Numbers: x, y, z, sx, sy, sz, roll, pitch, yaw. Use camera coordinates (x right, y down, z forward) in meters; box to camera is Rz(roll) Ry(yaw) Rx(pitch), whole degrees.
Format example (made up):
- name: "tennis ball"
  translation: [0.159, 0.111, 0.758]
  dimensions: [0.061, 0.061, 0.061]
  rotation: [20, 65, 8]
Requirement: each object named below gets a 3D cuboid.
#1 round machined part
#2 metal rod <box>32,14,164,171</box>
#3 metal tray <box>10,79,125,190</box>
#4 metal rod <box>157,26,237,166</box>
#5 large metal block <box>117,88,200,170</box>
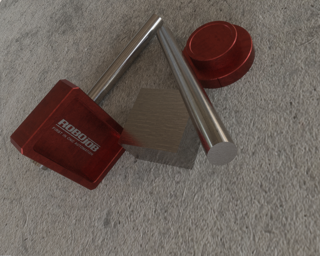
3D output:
- name: "round machined part"
  translation: [0.074, -0.105, 0.418]
  dimensions: [0.098, 0.042, 0.098]
  rotation: [-13, 56, 20]
- name: "metal rod"
  translation: [-0.092, -0.062, 0.488]
  dimensions: [0.025, 0.025, 0.300]
  rotation: [29, 77, 37]
- name: "metal tray"
  translation: [-0.099, 0.014, 0.378]
  dimensions: [0.030, 0.130, 0.090]
  rotation: [31, 79, 37]
- name: "metal rod"
  translation: [0.028, -0.064, 0.371]
  dimensions: [0.025, 0.025, 0.300]
  rotation: [-28, 35, 10]
- name: "large metal block"
  translation: [0.007, -0.001, 0.384]
  dimensions: [0.080, 0.050, 0.080]
  rotation: [7, 65, 31]
